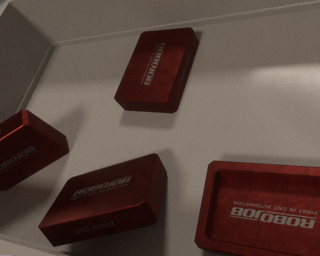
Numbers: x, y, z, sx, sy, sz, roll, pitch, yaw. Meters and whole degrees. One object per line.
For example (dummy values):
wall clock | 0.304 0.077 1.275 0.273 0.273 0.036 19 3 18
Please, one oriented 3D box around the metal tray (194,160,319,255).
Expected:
metal tray | 0.106 0.081 0.296 0.130 0.030 0.090 1 62 28

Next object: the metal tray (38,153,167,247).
metal tray | -0.062 0.081 0.357 0.130 0.030 0.090 -18 24 17

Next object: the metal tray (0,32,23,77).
metal tray | -0.371 -0.145 0.684 0.130 0.030 0.090 -37 51 3

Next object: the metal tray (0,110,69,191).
metal tray | -0.214 0.037 0.450 0.130 0.090 0.030 -31 52 8

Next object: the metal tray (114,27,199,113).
metal tray | -0.003 -0.086 0.456 0.090 0.030 0.130 5 64 30
